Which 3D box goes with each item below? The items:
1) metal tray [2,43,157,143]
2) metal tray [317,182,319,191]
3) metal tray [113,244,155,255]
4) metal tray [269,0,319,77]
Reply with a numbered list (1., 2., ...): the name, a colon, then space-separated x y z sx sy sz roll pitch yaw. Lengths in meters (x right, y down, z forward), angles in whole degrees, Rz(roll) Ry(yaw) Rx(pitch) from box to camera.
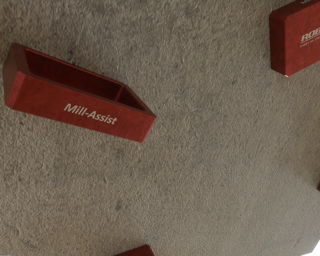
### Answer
1. metal tray: -0.078 -0.033 0.301 0.131 0.090 0.030 17 109 -35
2. metal tray: 0.407 0.087 0.680 0.091 0.030 0.129 -10 123 -24
3. metal tray: -0.057 0.269 0.539 0.091 0.030 0.129 -11 123 -23
4. metal tray: 0.217 -0.139 0.436 0.131 0.030 0.090 -27 128 -12
